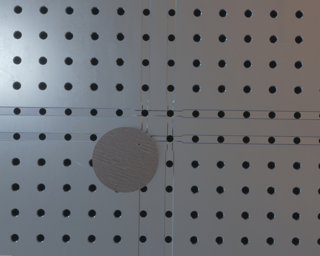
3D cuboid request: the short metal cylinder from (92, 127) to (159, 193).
[{"bbox_3d":[-0.042,0.038,0.401,0.080,0.050,0.080,0,90,0],"label":"short metal cylinder"}]
